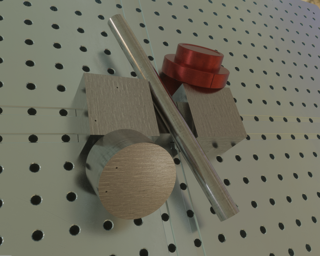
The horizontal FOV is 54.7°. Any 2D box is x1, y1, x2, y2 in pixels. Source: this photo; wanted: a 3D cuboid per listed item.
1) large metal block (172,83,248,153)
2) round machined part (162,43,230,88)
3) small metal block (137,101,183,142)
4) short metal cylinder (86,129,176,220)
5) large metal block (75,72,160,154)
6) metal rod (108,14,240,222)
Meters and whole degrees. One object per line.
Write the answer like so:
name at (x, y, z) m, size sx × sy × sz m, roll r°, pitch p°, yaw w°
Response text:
large metal block at (0.064, -0.013, 0.435) m, size 0.081 × 0.050 × 0.080 m, roll 1°, pitch 61°, yaw -28°
round machined part at (0.055, -0.095, 0.453) m, size 0.099 × 0.042 × 0.098 m, roll 12°, pitch 23°, yaw -5°
small metal block at (0.000, -0.009, 0.414) m, size 0.050 × 0.025 × 0.050 m, roll 1°, pitch 61°, yaw -28°
short metal cylinder at (-0.031, 0.046, 0.320) m, size 0.081 × 0.050 × 0.079 m, roll -8°, pitch 108°, yaw -25°
large metal block at (-0.054, -0.015, 0.373) m, size 0.081 × 0.050 × 0.080 m, roll 2°, pitch 61°, yaw -27°
metal rod at (0.009, -0.024, 0.394) m, size 0.025 × 0.025 × 0.299 m, roll -19°, pitch 72°, yaw -35°
